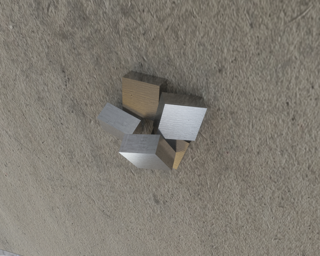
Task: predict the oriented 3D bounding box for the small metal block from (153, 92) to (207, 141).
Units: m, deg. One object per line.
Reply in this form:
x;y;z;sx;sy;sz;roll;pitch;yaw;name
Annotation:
0.023;-0.013;0.373;0.050;0.025;0.050;5;128;-15;small metal block

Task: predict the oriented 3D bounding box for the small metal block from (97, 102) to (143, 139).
-0.052;-0.004;0.417;0.050;0.025;0.050;29;164;8;small metal block

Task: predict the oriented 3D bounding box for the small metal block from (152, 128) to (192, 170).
0.013;0.020;0.413;0.050;0.025;0.050;29;128;9;small metal block

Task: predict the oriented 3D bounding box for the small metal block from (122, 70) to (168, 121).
-0.019;-0.041;0.392;0.050;0.025;0.050;16;125;18;small metal block

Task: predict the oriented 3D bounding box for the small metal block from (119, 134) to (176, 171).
-0.015;0.030;0.386;0.050;0.025;0.050;0;151;28;small metal block
